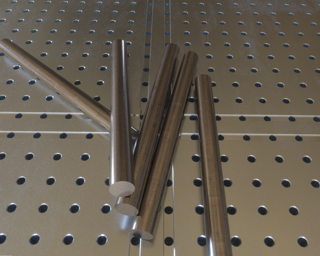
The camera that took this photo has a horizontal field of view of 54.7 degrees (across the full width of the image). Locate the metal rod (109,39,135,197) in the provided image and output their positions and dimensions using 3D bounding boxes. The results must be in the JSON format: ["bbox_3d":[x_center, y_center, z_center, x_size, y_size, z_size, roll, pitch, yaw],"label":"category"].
[{"bbox_3d":[-0.053,-0.040,0.412,0.025,0.025,0.300,-4,42,-4],"label":"metal rod"}]

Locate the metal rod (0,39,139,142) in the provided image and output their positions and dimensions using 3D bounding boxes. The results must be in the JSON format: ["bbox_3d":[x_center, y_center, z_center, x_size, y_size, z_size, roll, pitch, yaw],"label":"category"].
[{"bbox_3d":[-0.147,-0.062,0.457,0.300,0.025,0.025,34,58,25],"label":"metal rod"}]

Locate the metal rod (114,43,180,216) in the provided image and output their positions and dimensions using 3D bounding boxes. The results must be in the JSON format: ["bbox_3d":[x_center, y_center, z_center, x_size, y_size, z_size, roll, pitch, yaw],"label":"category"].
[{"bbox_3d":[-0.007,-0.024,0.416,0.025,0.025,0.300,8,47,6],"label":"metal rod"}]

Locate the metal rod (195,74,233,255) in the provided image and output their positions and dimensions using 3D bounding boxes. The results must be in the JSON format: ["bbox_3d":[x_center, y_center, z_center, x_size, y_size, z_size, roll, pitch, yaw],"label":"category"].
[{"bbox_3d":[0.061,0.043,0.372,0.025,0.025,0.300,1,50,1],"label":"metal rod"}]

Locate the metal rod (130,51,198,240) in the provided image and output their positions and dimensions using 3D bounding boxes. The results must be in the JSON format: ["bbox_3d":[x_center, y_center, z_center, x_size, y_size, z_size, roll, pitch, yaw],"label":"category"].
[{"bbox_3d":[0.016,-0.003,0.410,0.025,0.025,0.300,11,51,8],"label":"metal rod"}]
